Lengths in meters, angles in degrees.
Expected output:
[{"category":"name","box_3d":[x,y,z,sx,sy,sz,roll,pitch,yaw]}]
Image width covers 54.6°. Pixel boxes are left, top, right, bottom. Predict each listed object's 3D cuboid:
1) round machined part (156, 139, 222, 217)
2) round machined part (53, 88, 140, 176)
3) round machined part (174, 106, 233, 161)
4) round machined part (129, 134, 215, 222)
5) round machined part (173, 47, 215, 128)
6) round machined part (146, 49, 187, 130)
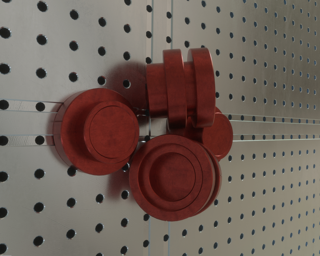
[{"category":"round machined part","box_3d":[0.030,0.063,0.398,0.042,0.098,0.098,27,70,-70]},{"category":"round machined part","box_3d":[-0.062,0.004,0.344,0.099,0.042,0.097,0,90,-40]},{"category":"round machined part","box_3d":[0.070,0.012,0.456,0.099,0.042,0.097,0,90,-40]},{"category":"round machined part","box_3d":[0.017,0.058,0.369,0.042,0.098,0.098,25,71,-71]},{"category":"round machined part","box_3d":[0.038,-0.048,0.384,0.042,0.098,0.097,-4,94,0]},{"category":"round machined part","box_3d":[0.006,-0.046,0.381,0.042,0.098,0.097,-4,94,0]}]
